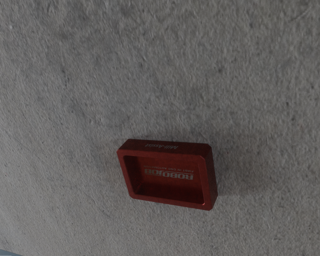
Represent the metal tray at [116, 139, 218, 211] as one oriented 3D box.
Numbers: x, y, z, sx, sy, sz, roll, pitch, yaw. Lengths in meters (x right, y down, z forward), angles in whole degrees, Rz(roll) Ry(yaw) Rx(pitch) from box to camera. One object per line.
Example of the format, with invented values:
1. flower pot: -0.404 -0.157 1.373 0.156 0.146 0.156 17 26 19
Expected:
1. metal tray: 0.010 0.064 0.436 0.130 0.030 0.089 2 120 26
